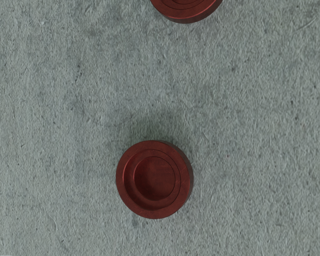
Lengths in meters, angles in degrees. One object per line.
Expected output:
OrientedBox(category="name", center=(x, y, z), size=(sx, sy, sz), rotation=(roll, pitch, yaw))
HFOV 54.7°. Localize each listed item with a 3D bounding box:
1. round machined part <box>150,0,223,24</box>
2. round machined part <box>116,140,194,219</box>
OrientedBox(category="round machined part", center=(0.036, -0.179, 0.387), size=(0.098, 0.042, 0.097), rotation=(0, 90, 20))
OrientedBox(category="round machined part", center=(-0.004, 0.064, 0.401), size=(0.098, 0.042, 0.097), rotation=(0, 90, 20))
